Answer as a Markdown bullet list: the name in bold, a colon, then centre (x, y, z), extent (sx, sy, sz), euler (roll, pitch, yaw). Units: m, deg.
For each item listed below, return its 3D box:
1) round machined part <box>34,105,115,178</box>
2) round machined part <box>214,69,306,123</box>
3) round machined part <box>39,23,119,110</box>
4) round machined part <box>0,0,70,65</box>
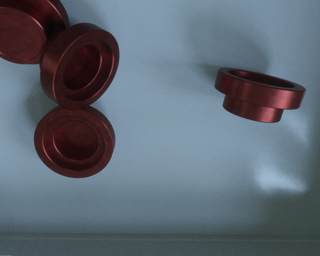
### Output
- **round machined part**: centre (-0.107, 0.013, 0.405), extent (0.099, 0.042, 0.097), euler (0, 112, 0)
- **round machined part**: centre (0.111, -0.037, 0.360), extent (0.099, 0.098, 0.042), euler (10, 110, -4)
- **round machined part**: centre (-0.095, -0.073, 0.353), extent (0.042, 0.099, 0.097), euler (33, 110, 21)
- **round machined part**: centre (-0.153, -0.109, 0.340), extent (0.099, 0.042, 0.097), euler (-1, 137, -1)
